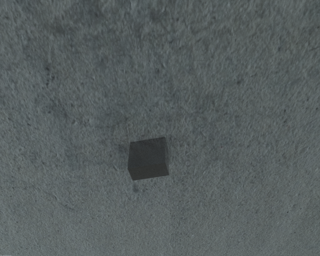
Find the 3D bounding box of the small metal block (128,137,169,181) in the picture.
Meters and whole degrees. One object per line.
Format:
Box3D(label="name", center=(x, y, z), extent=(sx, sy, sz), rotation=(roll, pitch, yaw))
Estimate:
Box3D(label="small metal block", center=(-0.015, 0.042, 0.426), extent=(0.050, 0.050, 0.025), rotation=(-10, 130, 7))
